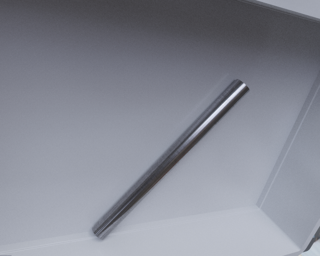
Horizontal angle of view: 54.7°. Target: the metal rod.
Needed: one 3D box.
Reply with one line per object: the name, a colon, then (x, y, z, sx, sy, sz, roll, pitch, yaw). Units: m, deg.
metal rod: (0.014, 0.047, 0.446, 0.300, 0.025, 0.025, -46, 130, 4)
